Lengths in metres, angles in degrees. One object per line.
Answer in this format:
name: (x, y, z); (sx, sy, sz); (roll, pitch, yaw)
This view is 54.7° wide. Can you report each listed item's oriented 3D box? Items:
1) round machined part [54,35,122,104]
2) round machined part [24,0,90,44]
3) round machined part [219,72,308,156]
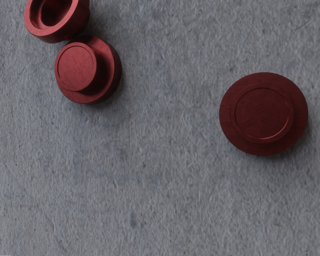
round machined part: (-0.107, -0.083, 0.436); (0.098, 0.042, 0.097); (0, 90, 19)
round machined part: (-0.140, -0.164, 0.440); (0.098, 0.042, 0.098); (-6, 74, 23)
round machined part: (0.118, -0.016, 0.358); (0.098, 0.042, 0.097); (0, 90, 19)
